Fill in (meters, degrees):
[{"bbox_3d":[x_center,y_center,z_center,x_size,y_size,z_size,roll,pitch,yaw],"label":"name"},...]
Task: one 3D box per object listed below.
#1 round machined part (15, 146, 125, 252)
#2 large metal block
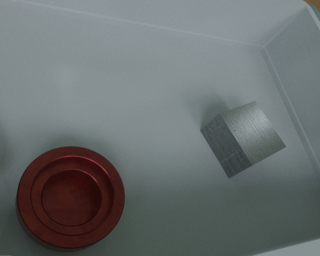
[{"bbox_3d":[-0.088,0.071,0.305,0.099,0.042,0.098,14,56,-21],"label":"round machined part"},{"bbox_3d":[0.119,0.015,0.447,0.081,0.050,0.080,-19,72,-35],"label":"large metal block"}]
